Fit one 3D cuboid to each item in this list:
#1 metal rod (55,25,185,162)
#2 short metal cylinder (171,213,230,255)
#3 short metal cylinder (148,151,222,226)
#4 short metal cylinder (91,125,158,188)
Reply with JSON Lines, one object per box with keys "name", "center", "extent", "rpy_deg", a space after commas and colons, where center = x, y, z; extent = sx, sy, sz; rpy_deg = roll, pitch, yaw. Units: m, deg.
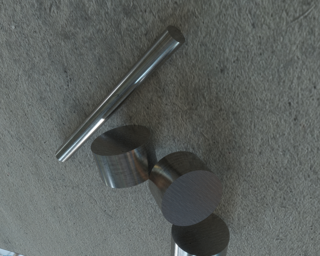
{"name": "metal rod", "center": [-0.073, -0.028, 0.427], "extent": [0.025, 0.025, 0.299], "rpy_deg": [47, 129, -5]}
{"name": "short metal cylinder", "center": [0.056, 0.165, 0.444], "extent": [0.080, 0.080, 0.050], "rpy_deg": [14, 124, 20]}
{"name": "short metal cylinder", "center": [0.031, 0.076, 0.394], "extent": [0.081, 0.050, 0.079], "rpy_deg": [-8, 115, -18]}
{"name": "short metal cylinder", "center": [-0.047, 0.036, 0.419], "extent": [0.080, 0.080, 0.050], "rpy_deg": [1, 119, 27]}
